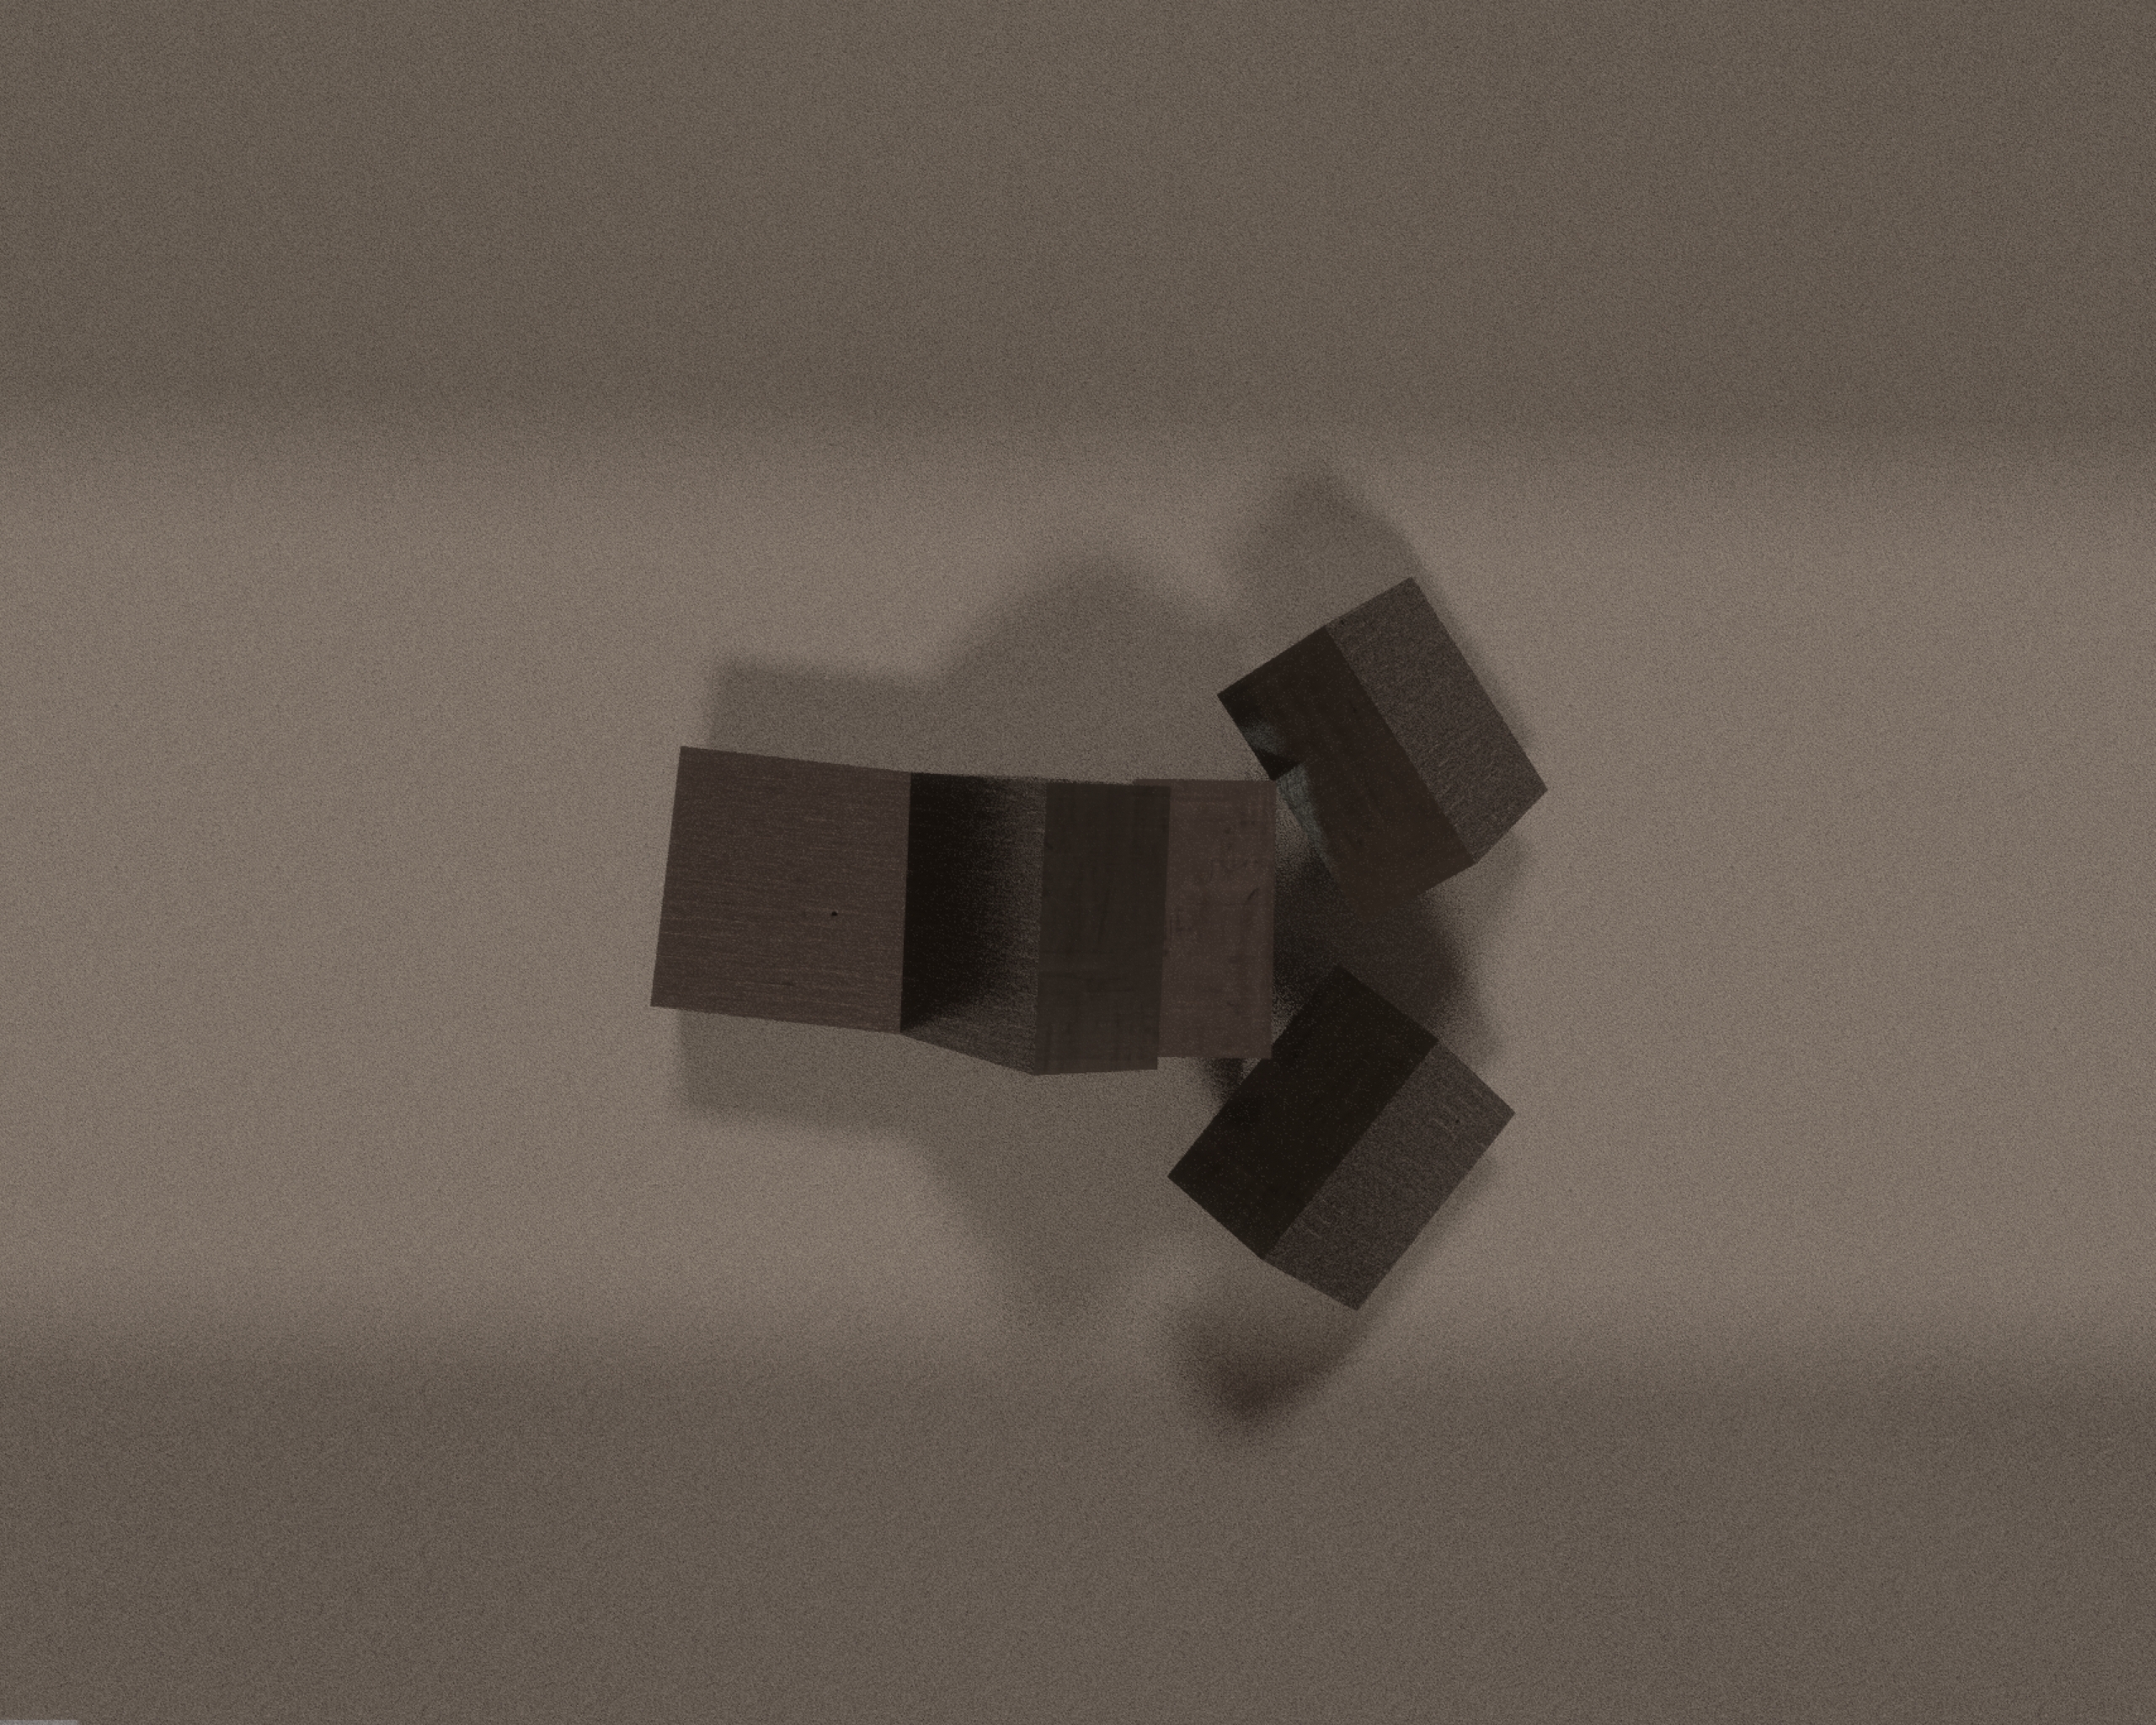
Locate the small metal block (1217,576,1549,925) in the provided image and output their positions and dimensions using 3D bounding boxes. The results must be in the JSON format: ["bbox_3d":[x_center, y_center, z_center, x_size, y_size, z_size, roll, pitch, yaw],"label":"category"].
[{"bbox_3d":[0.059,-0.022,0.395,0.025,0.050,0.050,-32,91,32],"label":"small metal block"}]

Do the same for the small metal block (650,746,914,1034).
[{"bbox_3d":[-0.053,0.005,0.408,0.050,0.025,0.050,7,90,-1],"label":"small metal block"}]

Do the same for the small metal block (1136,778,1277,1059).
[{"bbox_3d":[0.022,0.010,0.398,0.025,0.050,0.050,1,90,0],"label":"small metal block"}]

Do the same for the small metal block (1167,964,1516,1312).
[{"bbox_3d":[0.051,0.053,0.395,0.025,0.050,0.050,38,89,35],"label":"small metal block"}]

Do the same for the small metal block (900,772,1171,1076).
[{"bbox_3d":[-0.009,0.010,0.379,0.025,0.050,0.050,1,93,-32],"label":"small metal block"}]
